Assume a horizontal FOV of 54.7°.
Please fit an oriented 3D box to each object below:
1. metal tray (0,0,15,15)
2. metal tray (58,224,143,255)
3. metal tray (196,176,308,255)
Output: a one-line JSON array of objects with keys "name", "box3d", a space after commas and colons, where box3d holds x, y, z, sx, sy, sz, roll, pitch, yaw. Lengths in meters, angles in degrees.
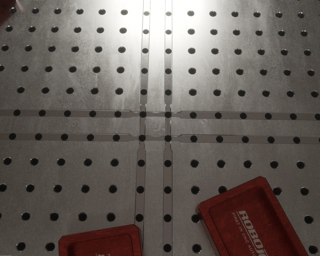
[{"name": "metal tray", "box3d": [-0.308, -0.212, 0.483, 0.130, 0.030, 0.090, 31, 73, 10]}, {"name": "metal tray", "box3d": [-0.060, 0.180, 0.342, 0.091, 0.030, 0.129, -8, 70, -4]}, {"name": "metal tray", "box3d": [0.110, 0.133, 0.361, 0.091, 0.030, 0.130, -22, 72, -8]}]
